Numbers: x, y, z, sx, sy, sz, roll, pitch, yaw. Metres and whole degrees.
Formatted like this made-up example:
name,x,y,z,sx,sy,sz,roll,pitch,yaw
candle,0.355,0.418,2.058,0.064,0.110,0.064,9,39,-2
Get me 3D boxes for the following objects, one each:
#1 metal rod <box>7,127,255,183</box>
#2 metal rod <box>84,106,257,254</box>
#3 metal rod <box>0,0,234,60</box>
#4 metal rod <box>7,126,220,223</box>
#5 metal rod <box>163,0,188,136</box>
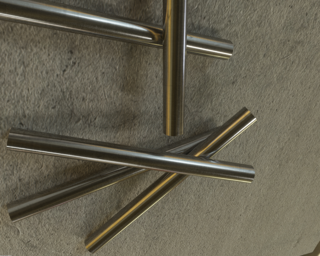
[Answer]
name,x,y,z,sx,sy,sz,roll,pitch,yaw
metal rod,-0.018,0.037,0.376,0.302,0.025,0.025,10,114,-19
metal rod,0.009,0.078,0.435,0.300,0.025,0.025,-41,130,9
metal rod,-0.047,-0.103,0.317,0.302,0.025,0.025,2,118,-30
metal rod,-0.043,0.055,0.417,0.302,0.025,0.025,-19,126,-17
metal rod,0.015,-0.132,0.307,0.025,0.025,0.298,-11,115,-23
